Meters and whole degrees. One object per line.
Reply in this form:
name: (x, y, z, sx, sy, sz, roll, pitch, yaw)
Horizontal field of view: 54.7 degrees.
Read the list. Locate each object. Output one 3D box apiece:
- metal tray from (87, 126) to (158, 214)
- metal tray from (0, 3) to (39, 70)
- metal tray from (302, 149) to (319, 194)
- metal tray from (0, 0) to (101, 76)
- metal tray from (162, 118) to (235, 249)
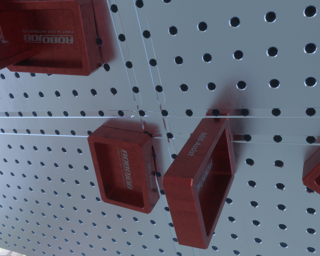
metal tray: (-0.055, 0.065, 0.475, 0.090, 0.030, 0.129, 8, 122, 23)
metal tray: (-0.212, -0.143, 0.387, 0.030, 0.090, 0.129, -8, 115, 24)
metal tray: (0.232, 0.056, 0.320, 0.130, 0.030, 0.089, 31, 128, 7)
metal tray: (-0.146, -0.117, 0.399, 0.130, 0.030, 0.089, 6, 120, 17)
metal tray: (0.051, 0.056, 0.350, 0.030, 0.131, 0.089, 0, 119, 28)
